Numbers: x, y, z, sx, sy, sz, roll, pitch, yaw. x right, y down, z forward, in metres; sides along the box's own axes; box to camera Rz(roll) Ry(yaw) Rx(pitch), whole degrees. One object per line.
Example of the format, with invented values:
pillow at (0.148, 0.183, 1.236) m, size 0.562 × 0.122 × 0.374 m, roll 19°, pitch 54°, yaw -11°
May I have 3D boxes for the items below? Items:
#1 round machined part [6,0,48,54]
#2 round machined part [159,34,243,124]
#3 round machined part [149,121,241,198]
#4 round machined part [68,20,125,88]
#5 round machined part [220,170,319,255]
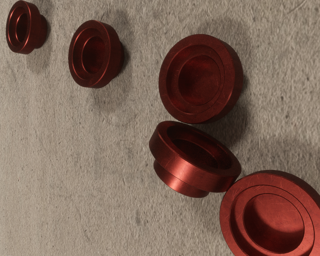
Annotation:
round machined part at (-0.256, -0.192, 0.601) m, size 0.098 × 0.042 × 0.097 m, roll 0°, pitch 90°, yaw 39°
round machined part at (0.049, -0.053, 0.352) m, size 0.098 × 0.042 × 0.097 m, roll 0°, pitch 90°, yaw 39°
round machined part at (0.032, 0.036, 0.329) m, size 0.098 × 0.099 × 0.042 m, roll 41°, pitch 115°, yaw 32°
round machined part at (-0.092, -0.108, 0.467) m, size 0.098 × 0.042 × 0.097 m, roll 0°, pitch 90°, yaw 39°
round machined part at (0.111, 0.089, 0.298) m, size 0.098 × 0.042 × 0.097 m, roll 2°, pitch 94°, yaw 36°
